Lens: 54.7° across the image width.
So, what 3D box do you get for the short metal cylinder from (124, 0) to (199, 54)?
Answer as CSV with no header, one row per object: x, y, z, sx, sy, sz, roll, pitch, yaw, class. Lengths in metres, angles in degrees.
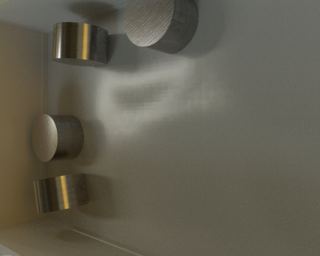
0.001,-0.138,0.390,0.080,0.050,0.080,0,90,40,short metal cylinder

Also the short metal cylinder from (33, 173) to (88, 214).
-0.161,0.105,0.504,0.080,0.081,0.050,-17,79,39,short metal cylinder

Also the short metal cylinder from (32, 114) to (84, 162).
-0.178,0.017,0.538,0.080,0.050,0.080,0,90,40,short metal cylinder

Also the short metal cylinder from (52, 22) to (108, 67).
-0.121,-0.124,0.471,0.080,0.081,0.050,6,94,40,short metal cylinder
